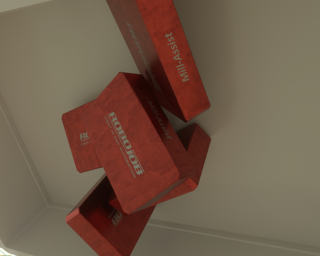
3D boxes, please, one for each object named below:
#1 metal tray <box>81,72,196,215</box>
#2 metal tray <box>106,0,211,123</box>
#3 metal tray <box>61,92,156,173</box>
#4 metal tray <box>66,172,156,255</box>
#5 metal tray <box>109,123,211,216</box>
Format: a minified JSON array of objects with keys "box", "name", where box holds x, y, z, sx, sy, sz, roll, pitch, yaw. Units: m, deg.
[{"box":[-0.029,0.016,0.338,0.090,0.030,0.130,-41,68,33],"name":"metal tray"},{"box":[-0.003,-0.077,0.312,0.090,0.030,0.129,40,159,59],"name":"metal tray"},{"box":[-0.073,0.006,0.426,0.130,0.030,0.090,-18,88,34],"name":"metal tray"},{"box":[-0.060,0.114,0.439,0.030,0.131,0.090,-39,97,30],"name":"metal tray"},{"box":[-0.001,0.054,0.397,0.130,0.090,0.030,-30,112,37],"name":"metal tray"}]
